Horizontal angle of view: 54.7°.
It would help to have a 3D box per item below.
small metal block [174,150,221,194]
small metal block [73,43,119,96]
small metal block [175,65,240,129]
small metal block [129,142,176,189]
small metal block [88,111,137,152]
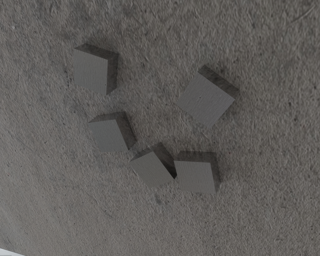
[{"bbox_3d":[0.051,0.059,0.416,0.050,0.025,0.050,0,119,28],"label":"small metal block"},{"bbox_3d":[-0.084,-0.077,0.404,0.050,0.025,0.050,21,126,15],"label":"small metal block"},{"bbox_3d":[0.054,-0.035,0.356,0.050,0.025,0.050,37,129,3],"label":"small metal block"},{"bbox_3d":[-0.007,0.054,0.444,0.050,0.025,0.050,-28,104,37],"label":"small metal block"},{"bbox_3d":[-0.068,0.006,0.447,0.050,0.025,0.050,-6,116,31],"label":"small metal block"}]
